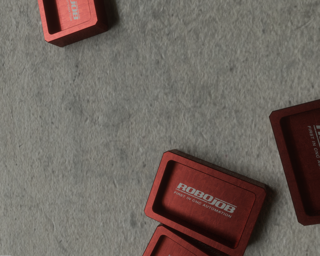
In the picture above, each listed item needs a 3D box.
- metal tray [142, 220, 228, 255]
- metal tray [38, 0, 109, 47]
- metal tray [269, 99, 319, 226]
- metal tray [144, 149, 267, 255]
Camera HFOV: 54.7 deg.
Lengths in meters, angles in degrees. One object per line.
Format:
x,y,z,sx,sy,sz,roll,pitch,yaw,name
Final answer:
0.039,0.188,0.391,0.130,0.030,0.090,28,99,17,metal tray
-0.132,-0.194,0.451,0.090,0.030,0.129,-13,86,19,metal tray
0.183,0.034,0.342,0.090,0.030,0.129,-15,85,19,metal tray
0.055,0.090,0.386,0.130,0.030,0.089,20,97,18,metal tray
